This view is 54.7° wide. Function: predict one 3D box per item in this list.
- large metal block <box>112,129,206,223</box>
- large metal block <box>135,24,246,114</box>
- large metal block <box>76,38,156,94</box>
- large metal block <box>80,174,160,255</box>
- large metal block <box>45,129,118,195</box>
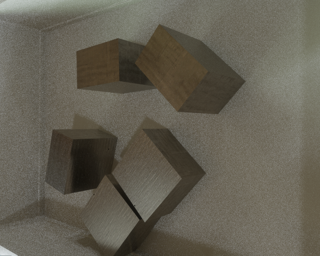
[{"bbox_3d":[-0.004,0.057,0.392,0.080,0.050,0.080,50,119,28],"label":"large metal block"},{"bbox_3d":[0.034,-0.062,0.342,0.080,0.081,0.050,51,120,27],"label":"large metal block"},{"bbox_3d":[-0.053,-0.078,0.412,0.080,0.081,0.050,-2,89,39],"label":"large metal block"},{"bbox_3d":[-0.055,0.120,0.430,0.080,0.050,0.080,45,113,30],"label":"large metal block"},{"bbox_3d":[-0.117,0.047,0.465,0.050,0.081,0.079,19,102,38],"label":"large metal block"}]
